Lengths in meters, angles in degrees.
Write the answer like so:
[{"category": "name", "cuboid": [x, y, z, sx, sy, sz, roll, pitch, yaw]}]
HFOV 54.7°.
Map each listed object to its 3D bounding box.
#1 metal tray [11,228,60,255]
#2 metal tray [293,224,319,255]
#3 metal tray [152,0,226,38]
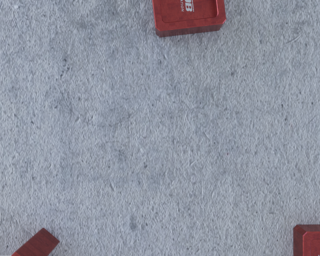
[{"category": "metal tray", "cuboid": [-0.188, 0.192, 0.376, 0.030, 0.090, 0.130, 41, 90, 0]}, {"category": "metal tray", "cuboid": [0.248, 0.176, 0.409, 0.131, 0.030, 0.089, 0, 90, 0]}, {"category": "metal tray", "cuboid": [0.032, -0.192, 0.407, 0.091, 0.030, 0.129, -7, 90, 0]}]
